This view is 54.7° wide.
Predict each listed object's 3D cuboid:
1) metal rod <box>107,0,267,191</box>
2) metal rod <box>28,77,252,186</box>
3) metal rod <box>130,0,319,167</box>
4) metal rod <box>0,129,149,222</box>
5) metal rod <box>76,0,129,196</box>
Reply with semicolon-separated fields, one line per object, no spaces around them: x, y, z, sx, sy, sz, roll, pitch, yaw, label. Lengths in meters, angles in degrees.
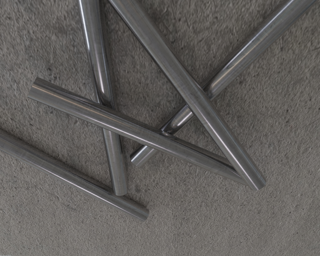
0.040;-0.033;0.347;0.025;0.025;0.300;-30;115;22;metal rod
-0.007;0.013;0.383;0.302;0.025;0.025;23;126;-19;metal rod
0.058;-0.045;0.368;0.025;0.025;0.299;30;124;-23;metal rod
-0.136;0.072;0.467;0.301;0.025;0.025;36;122;-27;metal rod
-0.065;-0.017;0.392;0.025;0.025;0.298;-1;130;1;metal rod
